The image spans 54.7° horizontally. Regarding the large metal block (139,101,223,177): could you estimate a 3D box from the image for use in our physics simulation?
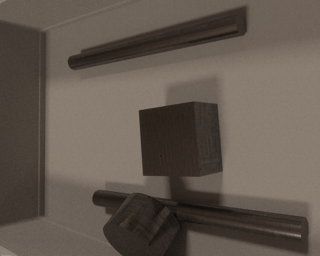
[{"bbox_3d":[0.024,0.015,0.369,0.080,0.050,0.080,-6,86,39],"label":"large metal block"}]

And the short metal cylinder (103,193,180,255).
[{"bbox_3d":[-0.023,0.127,0.383,0.080,0.050,0.079,21,136,22],"label":"short metal cylinder"}]

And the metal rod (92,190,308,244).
[{"bbox_3d":[0.021,0.103,0.387,0.300,0.025,0.025,-3,88,39],"label":"metal rod"}]

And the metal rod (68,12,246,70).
[{"bbox_3d":[-0.029,-0.111,0.428,0.300,0.025,0.025,0,90,39],"label":"metal rod"}]
